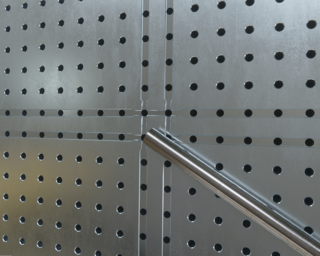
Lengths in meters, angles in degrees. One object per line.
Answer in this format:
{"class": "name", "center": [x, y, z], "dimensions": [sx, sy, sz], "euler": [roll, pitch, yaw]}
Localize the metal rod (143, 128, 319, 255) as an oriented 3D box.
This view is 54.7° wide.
{"class": "metal rod", "center": [0.104, 0.091, 0.375], "dimensions": [0.300, 0.025, 0.025], "euler": [34, 101, 16]}
